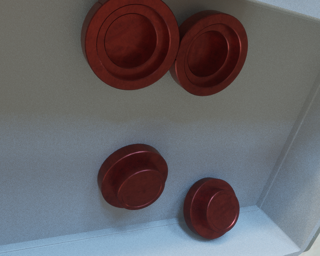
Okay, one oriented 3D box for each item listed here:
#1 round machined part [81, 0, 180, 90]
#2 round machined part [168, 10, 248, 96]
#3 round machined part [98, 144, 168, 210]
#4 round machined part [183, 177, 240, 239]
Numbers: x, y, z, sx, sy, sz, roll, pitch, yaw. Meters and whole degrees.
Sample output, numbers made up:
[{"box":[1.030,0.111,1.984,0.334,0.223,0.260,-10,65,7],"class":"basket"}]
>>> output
[{"box":[-0.033,-0.092,0.322,0.099,0.042,0.097,-13,124,-19],"class":"round machined part"},{"box":[0.052,-0.091,0.372,0.099,0.042,0.097,-14,125,-21],"class":"round machined part"},{"box":[-0.032,0.074,0.427,0.099,0.042,0.097,-14,125,-21],"class":"round machined part"},{"box":[0.090,0.132,0.504,0.099,0.042,0.097,1,88,-30],"class":"round machined part"}]
